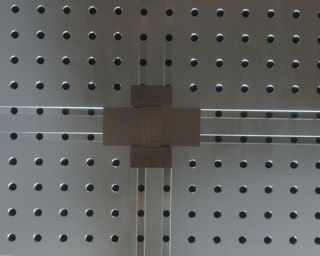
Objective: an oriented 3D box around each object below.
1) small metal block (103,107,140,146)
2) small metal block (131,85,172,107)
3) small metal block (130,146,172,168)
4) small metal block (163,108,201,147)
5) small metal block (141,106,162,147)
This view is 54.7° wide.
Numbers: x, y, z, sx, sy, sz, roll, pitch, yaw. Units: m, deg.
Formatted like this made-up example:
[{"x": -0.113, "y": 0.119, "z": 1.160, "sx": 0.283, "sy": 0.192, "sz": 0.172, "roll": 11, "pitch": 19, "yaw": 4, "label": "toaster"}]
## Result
[{"x": -0.049, "y": -0.002, "z": 0.412, "sx": 0.050, "sy": 0.025, "sz": 0.050, "roll": 1, "pitch": 90, "yaw": -1, "label": "small metal block"}, {"x": -0.010, "y": -0.039, "z": 0.400, "sx": 0.050, "sy": 0.050, "sz": 0.025, "roll": 1, "pitch": 90, "yaw": -1, "label": "small metal block"}, {"x": -0.011, "y": 0.036, "z": 0.400, "sx": 0.050, "sy": 0.050, "sz": 0.025, "roll": 1, "pitch": 90, "yaw": -1, "label": "small metal block"}, {"x": 0.027, "y": -0.001, "z": 0.413, "sx": 0.050, "sy": 0.025, "sz": 0.050, "roll": 1, "pitch": 90, "yaw": -1, "label": "small metal block"}, {"x": -0.011, "y": -0.002, "z": 0.400, "sx": 0.025, "sy": 0.050, "sz": 0.050, "roll": 1, "pitch": 90, "yaw": 0, "label": "small metal block"}]
